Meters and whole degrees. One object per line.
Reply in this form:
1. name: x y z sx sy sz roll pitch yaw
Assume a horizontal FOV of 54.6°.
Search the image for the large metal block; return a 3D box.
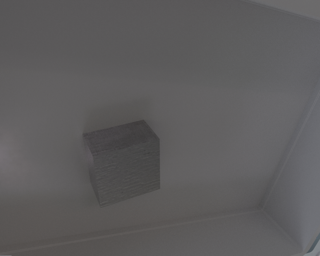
1. large metal block: -0.047 0.044 0.393 0.081 0.050 0.080 -14 124 -21
